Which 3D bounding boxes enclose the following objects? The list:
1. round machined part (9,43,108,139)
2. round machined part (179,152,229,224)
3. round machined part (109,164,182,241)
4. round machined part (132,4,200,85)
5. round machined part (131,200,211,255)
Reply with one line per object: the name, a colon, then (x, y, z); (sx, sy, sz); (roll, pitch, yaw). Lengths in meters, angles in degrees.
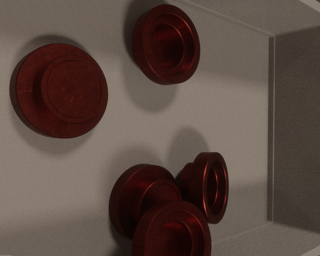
round machined part: (-0.095, -0.038, 0.317); (0.099, 0.042, 0.097); (0, 90, -40)
round machined part: (0.061, 0.083, 0.437); (0.098, 0.042, 0.097); (8, 80, -59)
round machined part: (-0.011, 0.096, 0.389); (0.099, 0.042, 0.097); (0, 90, -40)
round machined part: (0.004, -0.104, 0.400); (0.099, 0.042, 0.097); (0, 90, -40)
round machined part: (0.009, 0.130, 0.344); (0.099, 0.042, 0.098); (10, 74, -38)
